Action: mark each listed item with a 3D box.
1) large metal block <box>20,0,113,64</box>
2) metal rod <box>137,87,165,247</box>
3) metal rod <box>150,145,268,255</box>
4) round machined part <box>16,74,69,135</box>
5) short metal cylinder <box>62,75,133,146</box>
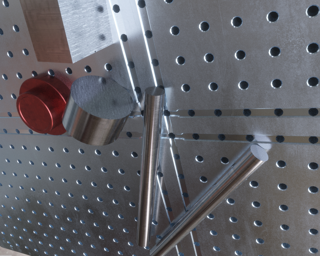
[{"bbox_3d":[-0.103,-0.126,0.352,0.050,0.080,0.079,8,122,24],"label":"large metal block"},{"bbox_3d":[-0.018,0.077,0.468,0.025,0.025,0.298,18,126,18],"label":"metal rod"},{"bbox_3d":[0.055,0.127,0.460,0.025,0.025,0.298,36,129,4],"label":"metal rod"},{"bbox_3d":[-0.179,-0.030,0.476,0.098,0.042,0.097,13,124,21],"label":"round machined part"},{"bbox_3d":[-0.081,-0.023,0.404,0.080,0.080,0.050,35,129,5],"label":"short metal cylinder"}]
